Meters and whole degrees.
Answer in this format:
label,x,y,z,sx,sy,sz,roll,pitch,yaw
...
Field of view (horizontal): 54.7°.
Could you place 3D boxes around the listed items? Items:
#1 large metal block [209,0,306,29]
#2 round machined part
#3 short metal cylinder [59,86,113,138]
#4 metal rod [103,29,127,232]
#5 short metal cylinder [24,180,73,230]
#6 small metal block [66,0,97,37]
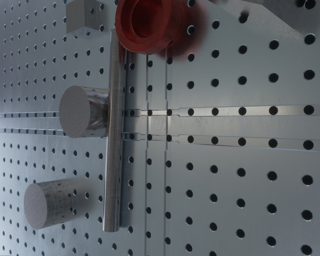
label,x,y,z,sx,sy,sz,roll,pitch,yaw
large metal block,0.090,-0.140,0.300,0.080,0.081,0.050,32,110,35
round machined part,-0.010,-0.145,0.407,0.098,0.042,0.097,0,90,40
short metal cylinder,-0.114,-0.024,0.488,0.080,0.050,0.079,0,90,40
metal rod,-0.067,0.005,0.464,0.025,0.025,0.298,5,93,40
short metal cylinder,-0.203,0.137,0.561,0.080,0.050,0.079,0,90,40
small metal block,-0.132,-0.185,0.518,0.050,0.025,0.050,-3,88,40
